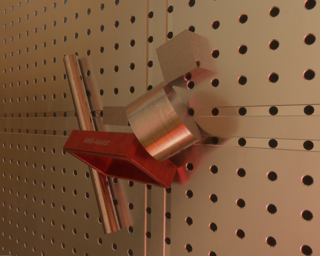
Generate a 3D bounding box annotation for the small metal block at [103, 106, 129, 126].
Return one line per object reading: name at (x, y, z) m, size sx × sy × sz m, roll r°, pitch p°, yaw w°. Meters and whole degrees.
small metal block at (-0.043, -0.016, 0.429) m, size 0.050 × 0.050 × 0.025 m, roll 3°, pitch 92°, yaw 40°

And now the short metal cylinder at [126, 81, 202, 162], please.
short metal cylinder at (0.005, -0.008, 0.361) m, size 0.050 × 0.080 × 0.080 m, roll -32°, pitch 69°, yaw 15°

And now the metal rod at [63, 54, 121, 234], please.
metal rod at (-0.114, 0.018, 0.503) m, size 0.025 × 0.025 × 0.299 m, roll -27°, pitch 73°, yaw 37°

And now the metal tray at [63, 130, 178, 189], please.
metal tray at (-0.054, 0.040, 0.410) m, size 0.130 × 0.090 × 0.030 m, roll 3°, pitch 60°, yaw 40°

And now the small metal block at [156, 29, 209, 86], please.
small metal block at (0.027, -0.086, 0.387) m, size 0.050 × 0.025 × 0.050 m, roll -24°, pitch 75°, yaw 37°
